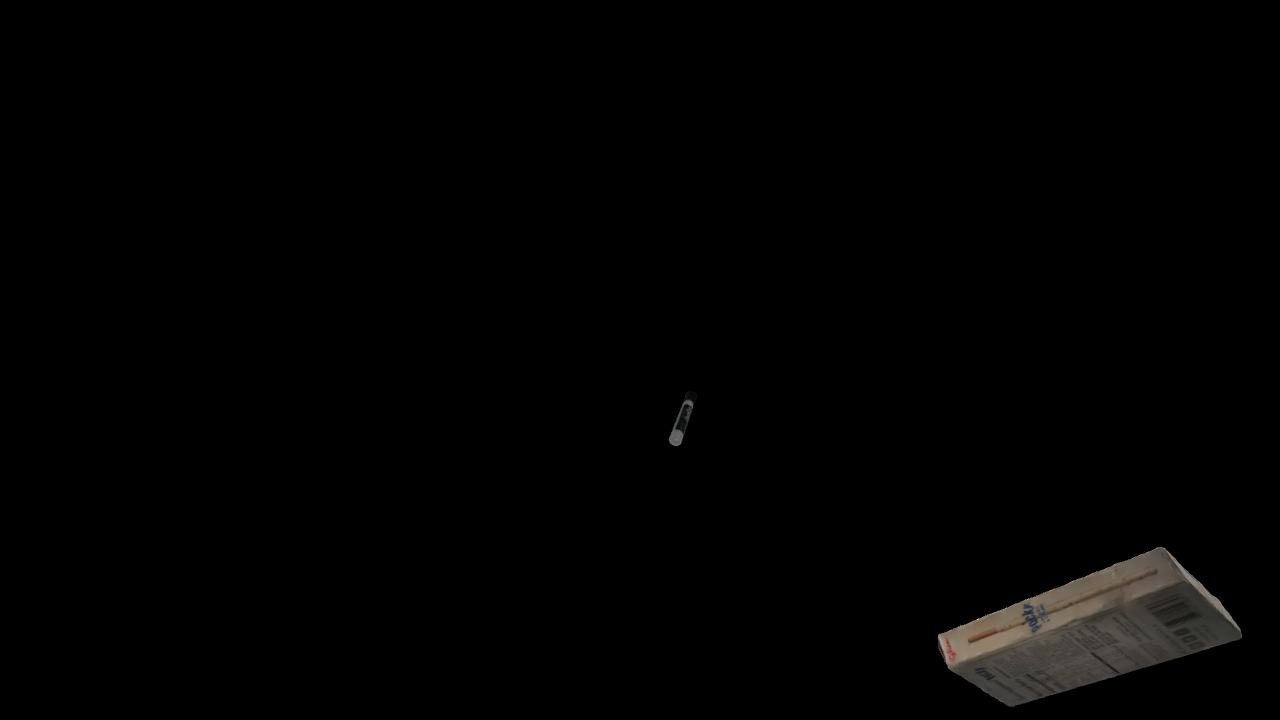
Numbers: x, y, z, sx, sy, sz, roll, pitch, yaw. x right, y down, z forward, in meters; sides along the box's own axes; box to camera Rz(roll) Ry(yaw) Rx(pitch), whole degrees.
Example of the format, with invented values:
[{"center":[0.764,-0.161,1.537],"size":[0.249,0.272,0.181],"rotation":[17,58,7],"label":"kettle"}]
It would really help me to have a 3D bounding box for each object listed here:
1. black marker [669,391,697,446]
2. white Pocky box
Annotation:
[{"center":[0.066,0.084,0.921],"size":[0.020,0.020,0.121],"rotation":[0,31,19],"label":"black marker"},{"center":[0.292,0.184,0.410],"size":[0.084,0.028,0.154],"rotation":[36,-58,-22],"label":"white Pocky box"}]
